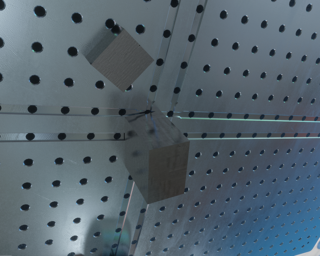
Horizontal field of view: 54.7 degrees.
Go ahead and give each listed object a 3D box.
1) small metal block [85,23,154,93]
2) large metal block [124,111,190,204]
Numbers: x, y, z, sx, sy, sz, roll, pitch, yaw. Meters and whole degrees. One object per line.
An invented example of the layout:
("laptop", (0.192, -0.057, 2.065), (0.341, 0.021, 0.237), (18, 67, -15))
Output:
("small metal block", (-0.044, -0.076, 0.340), (0.050, 0.025, 0.050), (-46, 129, 4))
("large metal block", (-0.007, 0.034, 0.393), (0.050, 0.080, 0.079), (-11, 123, -23))
